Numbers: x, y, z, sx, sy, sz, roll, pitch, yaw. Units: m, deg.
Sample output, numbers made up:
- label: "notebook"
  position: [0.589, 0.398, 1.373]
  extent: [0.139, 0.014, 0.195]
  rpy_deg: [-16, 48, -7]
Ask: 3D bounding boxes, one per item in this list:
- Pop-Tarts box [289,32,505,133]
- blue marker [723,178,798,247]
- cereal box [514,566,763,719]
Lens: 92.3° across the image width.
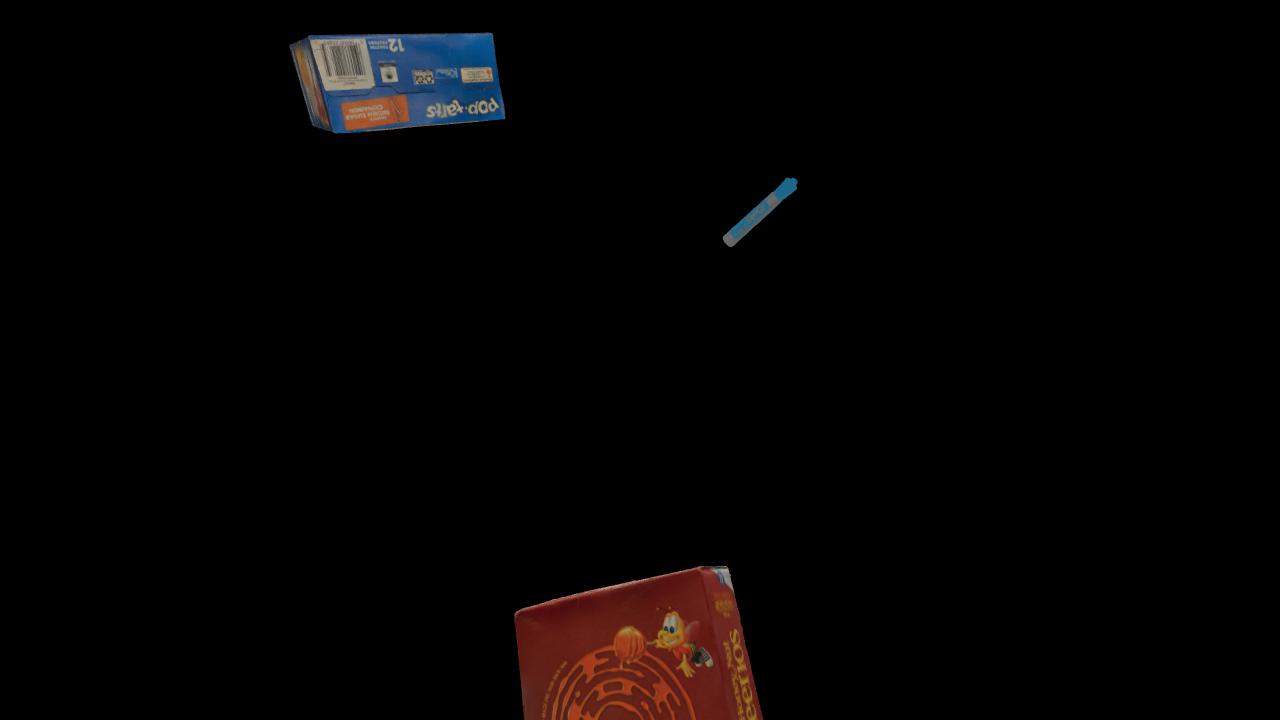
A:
- label: "Pop-Tarts box"
  position: [-0.245, -0.282, 0.625]
  extent: [0.167, 0.083, 0.141]
  rpy_deg: [-17, 29, -29]
- label: "blue marker"
  position: [0.153, -0.187, 0.782]
  extent: [0.020, 0.020, 0.121]
  rpy_deg: [0, -30, -43]
- label: "cereal box"
  position: [0.008, 0.346, 0.513]
  extent: [0.203, 0.306, 0.081]
  rpy_deg: [-22, -27, 21]
